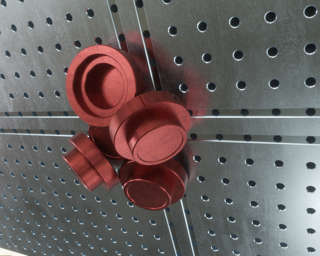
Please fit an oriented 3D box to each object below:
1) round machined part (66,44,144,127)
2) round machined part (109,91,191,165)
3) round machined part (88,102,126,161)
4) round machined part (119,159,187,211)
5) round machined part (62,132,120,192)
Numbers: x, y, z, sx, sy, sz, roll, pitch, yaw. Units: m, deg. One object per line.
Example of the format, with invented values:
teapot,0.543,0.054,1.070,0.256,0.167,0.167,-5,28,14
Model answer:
round machined part,-0.064,-0.052,0.386,0.098,0.042,0.097,3,99,22
round machined part,-0.007,0.007,0.369,0.042,0.099,0.097,61,141,39
round machined part,-0.060,0.007,0.433,0.098,0.042,0.097,13,124,20
round machined part,-0.013,0.080,0.439,0.098,0.042,0.097,10,133,11
round machined part,-0.107,0.056,0.458,0.098,0.042,0.098,43,159,22
